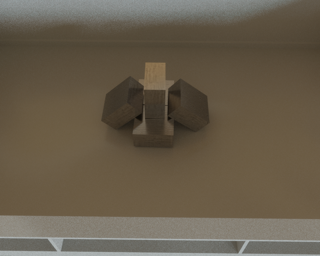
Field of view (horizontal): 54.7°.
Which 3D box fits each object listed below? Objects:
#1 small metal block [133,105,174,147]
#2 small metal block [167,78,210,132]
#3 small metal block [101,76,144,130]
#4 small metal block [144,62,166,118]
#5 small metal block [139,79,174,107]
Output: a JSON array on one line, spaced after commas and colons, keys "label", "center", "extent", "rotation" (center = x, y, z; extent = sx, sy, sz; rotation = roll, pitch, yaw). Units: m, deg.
[{"label": "small metal block", "center": [-0.007, -0.003, 0.405], "extent": [0.050, 0.025, 0.050], "rotation": [2, 50, 2]}, {"label": "small metal block", "center": [0.038, -0.030, 0.413], "extent": [0.050, 0.025, 0.050], "rotation": [29, 44, -28]}, {"label": "small metal block", "center": [-0.049, -0.033, 0.412], "extent": [0.050, 0.025, 0.050], "rotation": [-30, 41, 32]}, {"label": "small metal block", "center": [-0.006, -0.047, 0.393], "extent": [0.025, 0.050, 0.050], "rotation": [1, 50, 0]}, {"label": "small metal block", "center": [-0.006, -0.042, 0.437], "extent": [0.050, 0.025, 0.050], "rotation": [2, 50, 1]}]
